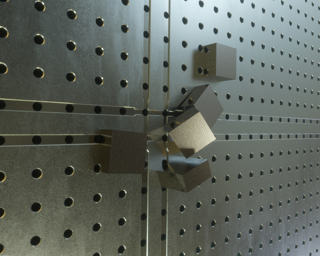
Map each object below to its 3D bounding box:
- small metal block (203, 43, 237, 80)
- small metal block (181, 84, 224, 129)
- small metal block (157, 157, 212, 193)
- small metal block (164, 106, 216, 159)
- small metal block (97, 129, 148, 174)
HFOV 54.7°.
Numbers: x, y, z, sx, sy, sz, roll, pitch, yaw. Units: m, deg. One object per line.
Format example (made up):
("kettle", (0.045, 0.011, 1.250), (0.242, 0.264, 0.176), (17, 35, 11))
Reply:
("small metal block", (0.096, -0.104, 0.492), (0.050, 0.025, 0.050), (1, 89, -40))
("small metal block", (0.064, -0.030, 0.463), (0.050, 0.025, 0.050), (-52, 121, -32))
("small metal block", (0.033, 0.062, 0.423), (0.050, 0.050, 0.025), (-24, 105, -38))
("small metal block", (0.042, 0.006, 0.432), (0.050, 0.025, 0.050), (-35, 116, 0))
("small metal block", (-0.045, 0.029, 0.374), (0.050, 0.025, 0.050), (8, 85, -40))
